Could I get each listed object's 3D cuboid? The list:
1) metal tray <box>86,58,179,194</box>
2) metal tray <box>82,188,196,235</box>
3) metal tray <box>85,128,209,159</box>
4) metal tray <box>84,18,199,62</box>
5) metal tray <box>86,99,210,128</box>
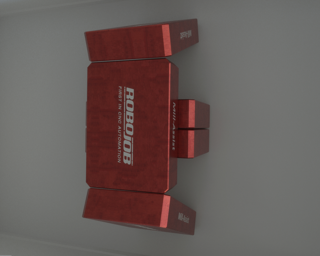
[{"bbox_3d":[-0.029,-0.003,0.320,0.090,0.030,0.129,1,90,19],"label":"metal tray"},{"bbox_3d":[-0.016,0.099,0.357,0.090,0.130,0.030,1,69,19],"label":"metal tray"},{"bbox_3d":[-0.012,0.015,0.380,0.130,0.090,0.030,1,91,20],"label":"metal tray"},{"bbox_3d":[-0.013,-0.104,0.357,0.090,0.131,0.030,1,111,20],"label":"metal tray"},{"bbox_3d":[-0.012,-0.016,0.379,0.130,0.090,0.030,1,91,20],"label":"metal tray"}]
